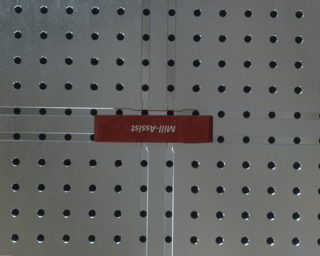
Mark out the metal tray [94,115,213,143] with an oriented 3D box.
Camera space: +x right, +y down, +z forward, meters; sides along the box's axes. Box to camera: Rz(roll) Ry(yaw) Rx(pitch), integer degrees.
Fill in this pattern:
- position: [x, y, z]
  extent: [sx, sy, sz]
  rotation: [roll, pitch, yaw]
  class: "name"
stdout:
- position: [-0.007, 0.001, 0.380]
  extent: [0.131, 0.090, 0.030]
  rotation: [0, 90, 0]
  class: "metal tray"
